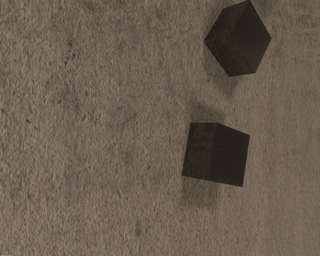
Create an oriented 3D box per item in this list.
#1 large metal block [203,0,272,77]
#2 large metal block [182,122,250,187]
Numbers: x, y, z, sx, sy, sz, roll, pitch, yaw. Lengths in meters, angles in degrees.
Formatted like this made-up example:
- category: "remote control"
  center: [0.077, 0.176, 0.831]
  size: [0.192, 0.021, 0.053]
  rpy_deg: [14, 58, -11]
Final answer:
- category: "large metal block"
  center: [0.127, -0.141, 0.497]
  size: [0.080, 0.050, 0.080]
  rpy_deg: [45, 63, -31]
- category: "large metal block"
  center: [0.085, 0.040, 0.462]
  size: [0.080, 0.050, 0.080]
  rpy_deg: [18, 79, -39]
